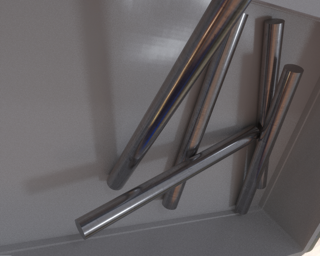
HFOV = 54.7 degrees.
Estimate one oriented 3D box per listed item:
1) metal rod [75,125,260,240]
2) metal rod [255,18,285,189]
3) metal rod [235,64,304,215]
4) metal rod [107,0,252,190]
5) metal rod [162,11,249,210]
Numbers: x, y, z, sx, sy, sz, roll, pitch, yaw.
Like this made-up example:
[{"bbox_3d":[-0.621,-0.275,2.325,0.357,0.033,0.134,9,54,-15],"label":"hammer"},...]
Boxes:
[{"bbox_3d":[0.031,0.060,0.419,0.302,0.025,0.025,-24,128,-30],"label":"metal rod"},{"bbox_3d":[0.166,-0.017,0.488,0.025,0.025,0.298,-20,126,-17],"label":"metal rod"},{"bbox_3d":[0.165,0.038,0.496,0.025,0.025,0.298,-13,132,-21],"label":"metal rod"},{"bbox_3d":[-0.001,-0.015,0.320,0.025,0.025,0.298,1,143,-29],"label":"metal rod"},{"bbox_3d":[0.055,-0.009,0.432,0.025,0.025,0.298,3,117,-30],"label":"metal rod"}]
